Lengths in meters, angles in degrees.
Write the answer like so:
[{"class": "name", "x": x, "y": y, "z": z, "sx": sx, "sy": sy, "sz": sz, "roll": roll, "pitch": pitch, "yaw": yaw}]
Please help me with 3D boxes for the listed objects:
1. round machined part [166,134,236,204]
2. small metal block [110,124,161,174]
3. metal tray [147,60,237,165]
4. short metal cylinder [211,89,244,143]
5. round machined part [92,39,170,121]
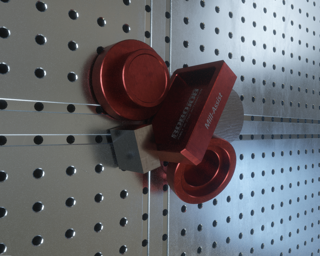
[{"class": "round machined part", "x": 0.052, "y": 0.051, "z": 0.422, "sx": 0.099, "sy": 0.042, "sz": 0.097, "roll": -12, "pitch": 116, "yaw": -24}, {"class": "small metal block", "x": -0.030, "y": 0.023, "z": 0.363, "sx": 0.025, "sy": 0.050, "sz": 0.050, "roll": -20, "pitch": 103, "yaw": -38}, {"class": "metal tray", "x": 0.033, "y": -0.021, "z": 0.389, "sx": 0.030, "sy": 0.090, "sz": 0.130, "roll": 40, "pitch": 65, "yaw": -33}, {"class": "short metal cylinder", "x": 0.078, "y": -0.018, "z": 0.453, "sx": 0.081, "sy": 0.050, "sz": 0.079, "roll": 0, "pitch": 90, "yaw": -40}, {"class": "round machined part", "x": -0.027, "y": -0.057, "z": 0.370, "sx": 0.099, "sy": 0.042, "sz": 0.097, "roll": 0, "pitch": 90, "yaw": -40}]
